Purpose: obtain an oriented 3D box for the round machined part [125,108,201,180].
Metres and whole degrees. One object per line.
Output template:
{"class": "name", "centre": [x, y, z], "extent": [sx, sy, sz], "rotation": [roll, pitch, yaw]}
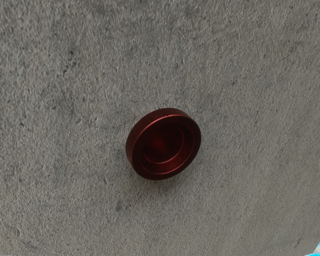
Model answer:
{"class": "round machined part", "centre": [0.001, 0.017, 0.406], "extent": [0.099, 0.042, 0.097], "rotation": [-14, 124, -21]}
